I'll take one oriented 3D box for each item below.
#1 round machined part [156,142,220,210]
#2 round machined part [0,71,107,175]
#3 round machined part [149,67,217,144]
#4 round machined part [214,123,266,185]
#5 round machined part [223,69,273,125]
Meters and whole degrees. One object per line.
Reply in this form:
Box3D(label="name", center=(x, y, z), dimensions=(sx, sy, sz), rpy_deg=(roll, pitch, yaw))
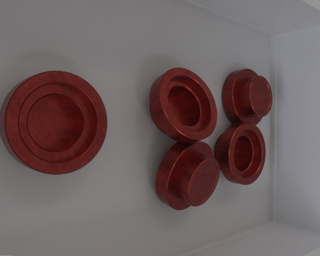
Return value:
Box3D(label="round machined part", center=(0.043, 0.065, 0.415), dimensions=(0.099, 0.042, 0.097), rpy_deg=(-22, 121, -41))
Box3D(label="round machined part", center=(-0.106, -0.005, 0.307), dimensions=(0.099, 0.042, 0.097), rpy_deg=(0, 90, -40))
Box3D(label="round machined part", center=(0.026, -0.026, 0.405), dimensions=(0.099, 0.042, 0.098), rpy_deg=(17, 62, -34))
Box3D(label="round machined part", center=(0.125, 0.040, 0.500), dimensions=(0.099, 0.042, 0.097), rpy_deg=(0, 91, -40))
Box3D(label="round machined part", center=(0.152, -0.051, 0.520), dimensions=(0.099, 0.042, 0.097), rpy_deg=(2, 86, -41))
